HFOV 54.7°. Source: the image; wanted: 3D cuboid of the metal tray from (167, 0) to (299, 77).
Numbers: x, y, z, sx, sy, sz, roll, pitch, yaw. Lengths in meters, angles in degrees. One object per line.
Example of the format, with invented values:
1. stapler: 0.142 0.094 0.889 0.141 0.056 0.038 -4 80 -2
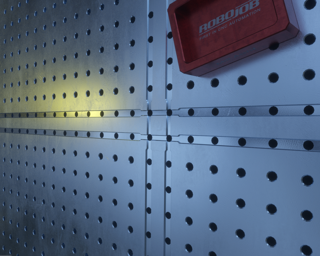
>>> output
1. metal tray: 0.074 -0.121 0.344 0.130 0.030 0.090 -17 79 38
